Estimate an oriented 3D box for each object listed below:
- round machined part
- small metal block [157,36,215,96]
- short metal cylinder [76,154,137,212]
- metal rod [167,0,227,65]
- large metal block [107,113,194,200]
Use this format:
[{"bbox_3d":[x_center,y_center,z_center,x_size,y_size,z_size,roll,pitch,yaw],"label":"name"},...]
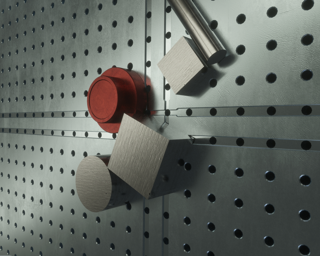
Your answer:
[{"bbox_3d":[-0.069,-0.041,0.453,0.098,0.042,0.097,0,90,39],"label":"round machined part"},{"bbox_3d":[0.031,-0.076,0.382,0.050,0.025,0.050,-43,64,31],"label":"small metal block"},{"bbox_3d":[-0.079,0.079,0.456,0.080,0.050,0.079,0,90,39],"label":"short metal cylinder"},{"bbox_3d":[0.000,-0.205,0.407,0.025,0.025,0.299,-41,65,32],"label":"metal rod"},{"bbox_3d":[-0.014,0.033,0.403,0.080,0.050,0.079,30,109,35],"label":"large metal block"}]
